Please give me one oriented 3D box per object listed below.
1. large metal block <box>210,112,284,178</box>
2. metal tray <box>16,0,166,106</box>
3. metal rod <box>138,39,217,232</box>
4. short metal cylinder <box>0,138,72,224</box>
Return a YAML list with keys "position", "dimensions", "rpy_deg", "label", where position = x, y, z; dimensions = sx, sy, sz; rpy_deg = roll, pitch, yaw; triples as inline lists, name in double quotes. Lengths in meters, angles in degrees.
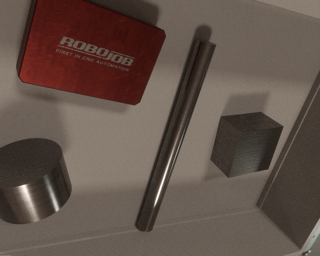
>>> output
- position: [0.133, 0.025, 0.483]
  dimensions: [0.081, 0.050, 0.079]
  rpy_deg: [-7, 122, -25]
  label: "large metal block"
- position: [-0.068, -0.080, 0.320]
  dimensions: [0.131, 0.030, 0.089]
  rpy_deg: [10, 113, -33]
  label: "metal tray"
- position: [0.017, 0.026, 0.435]
  dimensions: [0.025, 0.025, 0.298]
  rpy_deg: [3, 117, -30]
  label: "metal rod"
- position: [-0.140, 0.054, 0.330]
  dimensions: [0.081, 0.080, 0.050]
  rpy_deg: [-16, 125, -20]
  label: "short metal cylinder"
